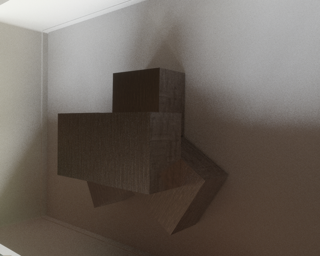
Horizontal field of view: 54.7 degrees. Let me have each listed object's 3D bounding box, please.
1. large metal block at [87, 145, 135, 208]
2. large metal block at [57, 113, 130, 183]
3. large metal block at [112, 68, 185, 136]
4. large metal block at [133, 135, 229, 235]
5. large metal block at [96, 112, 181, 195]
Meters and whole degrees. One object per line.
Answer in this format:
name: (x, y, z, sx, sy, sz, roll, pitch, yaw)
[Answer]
large metal block: (-0.061, 0.058, 0.439, 0.080, 0.050, 0.080, -32, 70, 35)
large metal block: (-0.085, 0.022, 0.394, 0.080, 0.050, 0.080, 1, 91, 40)
large metal block: (-0.016, -0.031, 0.402, 0.080, 0.050, 0.079, 2, 91, 40)
large metal block: (0.020, 0.064, 0.371, 0.080, 0.050, 0.080, 42, 115, 32)
large metal block: (-0.024, 0.023, 0.342, 0.080, 0.050, 0.080, 1, 91, 40)
